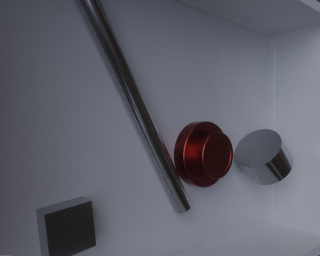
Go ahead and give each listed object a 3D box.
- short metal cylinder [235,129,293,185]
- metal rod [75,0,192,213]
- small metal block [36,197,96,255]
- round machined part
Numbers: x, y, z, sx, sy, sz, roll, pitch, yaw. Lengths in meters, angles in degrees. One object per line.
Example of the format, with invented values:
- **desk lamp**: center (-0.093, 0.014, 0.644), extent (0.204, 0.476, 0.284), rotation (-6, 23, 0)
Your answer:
- **short metal cylinder**: center (0.174, 0.048, 0.520), extent (0.050, 0.080, 0.080), rotation (48, 61, -30)
- **metal rod**: center (-0.025, -0.017, 0.387), extent (0.025, 0.025, 0.299), rotation (-37, 113, -34)
- **small metal block**: center (-0.098, 0.105, 0.326), extent (0.050, 0.025, 0.050), rotation (-9, 96, -40)
- **round machined part**: center (0.071, 0.039, 0.457), extent (0.099, 0.042, 0.097), rotation (0, 90, -40)
